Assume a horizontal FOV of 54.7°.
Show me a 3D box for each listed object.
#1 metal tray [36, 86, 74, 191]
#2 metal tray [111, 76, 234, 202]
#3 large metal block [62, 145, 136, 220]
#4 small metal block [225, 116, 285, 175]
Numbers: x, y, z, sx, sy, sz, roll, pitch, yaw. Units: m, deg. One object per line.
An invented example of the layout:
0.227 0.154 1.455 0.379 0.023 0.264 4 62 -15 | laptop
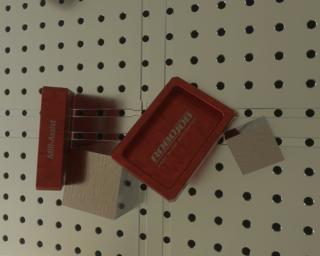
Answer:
-0.141 0.012 0.424 0.030 0.090 0.129 4 92 -10 | metal tray
0.017 0.012 0.375 0.090 0.030 0.130 34 77 15 | metal tray
-0.081 0.071 0.427 0.080 0.050 0.079 10 93 19 | large metal block
0.110 0.021 0.365 0.050 0.025 0.050 -25 104 18 | small metal block
